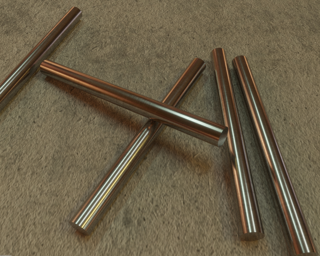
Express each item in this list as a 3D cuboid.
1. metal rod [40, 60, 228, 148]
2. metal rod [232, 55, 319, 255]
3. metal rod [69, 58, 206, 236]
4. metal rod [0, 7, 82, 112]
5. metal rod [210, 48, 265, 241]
[{"bbox_3d":[-0.053,-0.042,0.413,0.300,0.025,0.025,23,53,27],"label":"metal rod"},{"bbox_3d":[0.133,0.009,0.395,0.025,0.025,0.300,-2,50,-2],"label":"metal rod"},{"bbox_3d":[-0.011,0.002,0.401,0.025,0.025,0.301,23,53,18],"label":"metal rod"},{"bbox_3d":[-0.201,-0.107,0.491,0.025,0.025,0.300,13,51,10],"label":"metal rod"},{"bbox_3d":[0.093,-0.005,0.408,0.025,0.025,0.300,0,50,0],"label":"metal rod"}]
